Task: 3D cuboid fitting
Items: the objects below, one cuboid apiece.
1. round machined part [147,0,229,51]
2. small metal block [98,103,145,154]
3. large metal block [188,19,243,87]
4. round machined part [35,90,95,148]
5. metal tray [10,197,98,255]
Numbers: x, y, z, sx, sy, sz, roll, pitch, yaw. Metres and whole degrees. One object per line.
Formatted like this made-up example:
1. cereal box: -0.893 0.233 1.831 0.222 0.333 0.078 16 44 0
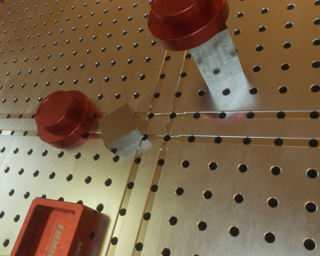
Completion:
1. round machined part: 0.028 -0.143 0.367 0.098 0.042 0.098 -13 56 21
2. small metal block: -0.055 0.001 0.437 0.050 0.025 0.050 -30 52 9
3. large metal block: 0.063 -0.115 0.411 0.050 0.080 0.080 -25 53 13
4. round machined part: -0.157 -0.020 0.493 0.098 0.042 0.098 -13 56 21
5. metal tray: -0.140 0.157 0.382 0.090 0.030 0.130 1 62 28
